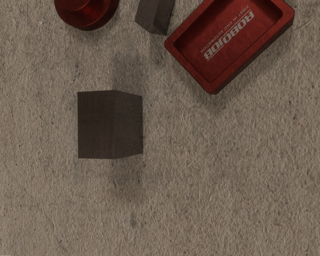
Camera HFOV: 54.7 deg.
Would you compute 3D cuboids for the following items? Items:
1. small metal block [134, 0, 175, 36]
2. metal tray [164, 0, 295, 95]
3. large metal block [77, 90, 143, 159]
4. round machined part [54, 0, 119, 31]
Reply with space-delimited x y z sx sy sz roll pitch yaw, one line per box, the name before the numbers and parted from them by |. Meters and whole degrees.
small metal block | -0.005 -0.151 0.397 0.025 0.050 0.050 16 96 19
metal tray | 0.081 -0.115 0.377 0.130 0.030 0.090 -43 77 14
large metal block | -0.061 -0.004 0.400 0.050 0.080 0.079 -1 90 20
round machined part | -0.110 -0.192 0.437 0.098 0.042 0.097 0 90 19
